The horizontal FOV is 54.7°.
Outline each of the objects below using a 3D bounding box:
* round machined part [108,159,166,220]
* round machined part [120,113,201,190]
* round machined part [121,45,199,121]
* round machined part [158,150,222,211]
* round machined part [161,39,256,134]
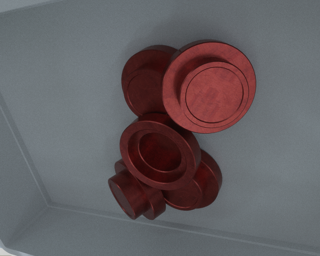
[{"bbox_3d":[-0.038,0.091,0.443,0.098,0.042,0.097,43,151,32],"label":"round machined part"},{"bbox_3d":[0.004,0.025,0.380,0.098,0.042,0.097,13,124,20],"label":"round machined part"},{"bbox_3d":[-0.004,-0.045,0.368,0.098,0.042,0.097,13,124,20],"label":"round machined part"},{"bbox_3d":[0.032,0.074,0.423,0.098,0.042,0.097,13,124,20],"label":"round machined part"},{"bbox_3d":[0.051,-0.039,0.317,0.099,0.042,0.097,-2,112,-5],"label":"round machined part"}]
